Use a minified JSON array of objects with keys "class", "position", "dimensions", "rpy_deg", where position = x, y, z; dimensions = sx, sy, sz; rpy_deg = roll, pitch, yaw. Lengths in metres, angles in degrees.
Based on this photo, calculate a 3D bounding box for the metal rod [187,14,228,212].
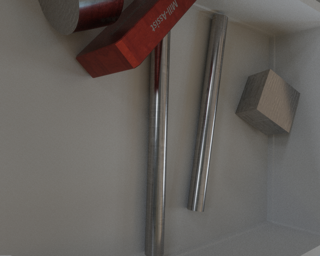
[{"class":"metal rod","position":[0.073,-0.027,0.470],"dimensions":[0.025,0.025,0.298],"rpy_deg":[14,81,-40]}]

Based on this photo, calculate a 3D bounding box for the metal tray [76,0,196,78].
[{"class":"metal tray","position":[-0.024,-0.113,0.345],"dimensions":[0.030,0.090,0.130],"rpy_deg":[51,60,-28]}]

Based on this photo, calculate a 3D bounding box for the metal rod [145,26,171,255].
[{"class":"metal rod","position":[-0.003,0.014,0.406],"dimensions":[0.025,0.025,0.298],"rpy_deg":[3,88,-40]}]

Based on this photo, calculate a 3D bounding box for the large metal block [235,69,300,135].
[{"class":"large metal block","position":[0.189,-0.043,0.541],"dimensions":[0.080,0.050,0.080],"rpy_deg":[31,70,-22]}]

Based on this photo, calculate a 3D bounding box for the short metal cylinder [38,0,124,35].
[{"class":"short metal cylinder","position":[-0.081,-0.137,0.304],"dimensions":[0.050,0.080,0.080],"rpy_deg":[-29,108,-37]}]
